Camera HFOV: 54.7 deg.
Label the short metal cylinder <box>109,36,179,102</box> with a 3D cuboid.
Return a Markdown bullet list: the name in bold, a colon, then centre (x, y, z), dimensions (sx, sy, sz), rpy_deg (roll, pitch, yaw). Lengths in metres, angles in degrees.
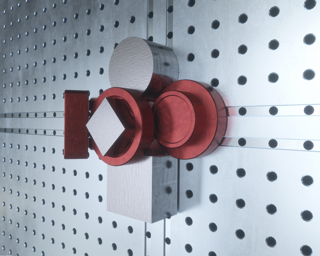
- **short metal cylinder**: centre (-0.022, -0.076, 0.411), dimensions (0.080, 0.050, 0.080), rpy_deg (0, 90, 40)

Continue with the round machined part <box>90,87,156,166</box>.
- **round machined part**: centre (-0.044, -0.002, 0.397), dimensions (0.098, 0.042, 0.097), rpy_deg (0, 90, 40)

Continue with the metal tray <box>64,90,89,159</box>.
- **metal tray**: centre (-0.122, -0.006, 0.460), dimensions (0.130, 0.030, 0.089), rpy_deg (-175, 86, -77)

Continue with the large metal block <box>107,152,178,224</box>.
- **large metal block**: centre (-0.024, 0.072, 0.410), dimensions (0.080, 0.050, 0.080), rpy_deg (1, 91, 40)

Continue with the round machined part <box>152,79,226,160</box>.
- **round machined part**: centre (0.026, -0.010, 0.375), dimensions (0.098, 0.042, 0.097), rpy_deg (0, 90, 40)

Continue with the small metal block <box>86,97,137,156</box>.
- **small metal block**: centre (-0.058, -0.001, 0.377), dimensions (0.050, 0.025, 0.050), rpy_deg (-49, 61, 29)
